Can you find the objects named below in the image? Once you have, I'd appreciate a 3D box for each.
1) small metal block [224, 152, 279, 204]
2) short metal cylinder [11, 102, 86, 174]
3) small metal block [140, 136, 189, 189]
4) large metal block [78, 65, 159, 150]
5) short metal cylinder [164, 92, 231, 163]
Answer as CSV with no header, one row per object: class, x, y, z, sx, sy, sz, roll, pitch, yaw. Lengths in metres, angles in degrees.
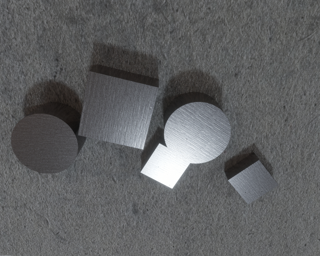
small metal block,0.128,0.071,0.437,0.050,0.025,0.050,-37,106,12
short metal cylinder,-0.140,0.012,0.399,0.081,0.050,0.079,0,110,0
small metal block,0.008,0.048,0.427,0.050,0.025,0.050,29,107,-11
large metal block,-0.050,-0.027,0.386,0.080,0.050,0.079,13,110,-5
short metal cylinder,0.045,-0.002,0.396,0.081,0.050,0.079,0,110,0
